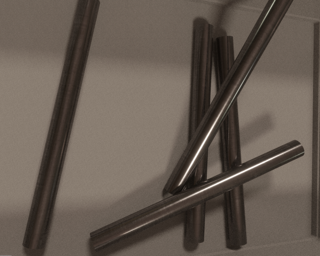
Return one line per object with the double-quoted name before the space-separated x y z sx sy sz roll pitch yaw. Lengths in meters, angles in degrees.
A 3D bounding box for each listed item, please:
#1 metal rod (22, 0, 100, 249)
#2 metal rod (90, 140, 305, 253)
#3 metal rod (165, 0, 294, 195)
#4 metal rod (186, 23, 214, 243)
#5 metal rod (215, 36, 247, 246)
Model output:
"metal rod" -0.116 -0.011 0.368 0.025 0.025 0.298 13 86 -20
"metal rod" 0.057 0.084 0.405 0.302 0.025 0.025 -22 98 -11
"metal rod" 0.085 -0.043 0.387 0.025 0.025 0.298 23 103 -19
"metal rod" 0.056 0.007 0.432 0.025 0.025 0.298 3 89 -20
"metal rod" 0.104 0.019 0.450 0.025 0.025 0.298 -5 92 -20
